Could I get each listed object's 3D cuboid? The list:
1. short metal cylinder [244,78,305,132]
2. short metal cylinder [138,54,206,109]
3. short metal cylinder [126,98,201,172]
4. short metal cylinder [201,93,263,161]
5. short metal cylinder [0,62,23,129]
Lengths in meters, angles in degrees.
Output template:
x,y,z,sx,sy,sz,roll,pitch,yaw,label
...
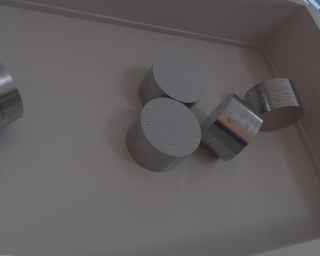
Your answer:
x,y,z,sx,sy,sz,roll,pitch,yaw,label
0.180,-0.035,0.491,0.081,0.080,0.050,6,59,-26,short metal cylinder
0.017,-0.056,0.434,0.081,0.050,0.080,14,56,-21,short metal cylinder
0.004,0.009,0.388,0.081,0.050,0.080,14,56,-21,short metal cylinder
0.093,-0.001,0.423,0.050,0.080,0.080,39,51,-2,short metal cylinder
-0.178,-0.032,0.294,0.080,0.080,0.050,47,51,4,short metal cylinder
